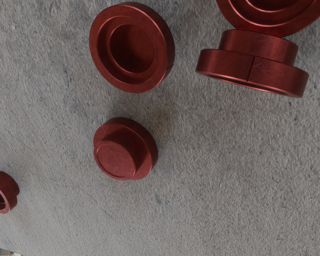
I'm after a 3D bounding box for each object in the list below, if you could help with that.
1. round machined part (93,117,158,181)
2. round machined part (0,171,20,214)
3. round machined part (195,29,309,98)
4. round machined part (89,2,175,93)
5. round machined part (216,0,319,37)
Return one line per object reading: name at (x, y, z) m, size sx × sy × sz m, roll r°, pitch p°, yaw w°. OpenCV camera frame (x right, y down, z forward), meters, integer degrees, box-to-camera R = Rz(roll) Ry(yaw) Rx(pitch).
round machined part at (-0.056, 0.037, 0.448) m, size 0.098 × 0.042 × 0.097 m, roll 13°, pitch 124°, yaw 21°
round machined part at (-0.340, 0.130, 0.656) m, size 0.098 × 0.042 × 0.097 m, roll 13°, pitch 124°, yaw 21°
round machined part at (0.086, -0.060, 0.284) m, size 0.098 × 0.098 × 0.042 m, roll 17°, pitch 99°, yaw 18°
round machined part at (-0.028, -0.092, 0.353) m, size 0.098 × 0.042 × 0.097 m, roll 13°, pitch 124°, yaw 21°
round machined part at (0.098, -0.130, 0.263) m, size 0.098 × 0.042 × 0.097 m, roll 13°, pitch 124°, yaw 21°
